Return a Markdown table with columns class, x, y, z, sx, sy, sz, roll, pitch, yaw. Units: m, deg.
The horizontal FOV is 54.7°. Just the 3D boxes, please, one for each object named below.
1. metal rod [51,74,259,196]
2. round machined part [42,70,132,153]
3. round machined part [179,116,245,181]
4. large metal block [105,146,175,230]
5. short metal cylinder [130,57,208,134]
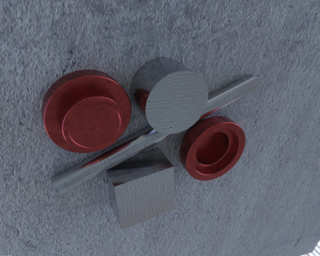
| class | x | y | z | sx | sy | sz | roll | pitch | yaw |
| --- | --- | --- | --- | --- | --- | --- | --- | --- | --- |
| metal rod | 0.002 | 0.004 | 0.413 | 0.302 | 0.025 | 0.025 | -28 | 128 | -11 |
| round machined part | -0.078 | -0.012 | 0.347 | 0.099 | 0.042 | 0.097 | -14 | 124 | -21 |
| round machined part | 0.072 | 0.025 | 0.452 | 0.099 | 0.042 | 0.097 | -14 | 124 | -21 |
| large metal block | -0.027 | 0.082 | 0.429 | 0.081 | 0.050 | 0.079 | -16 | 125 | -19 |
| short metal cylinder | 0.010 | -0.039 | 0.373 | 0.081 | 0.050 | 0.079 | -14 | 124 | -21 |
